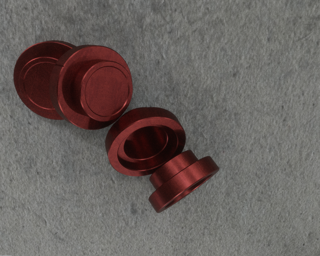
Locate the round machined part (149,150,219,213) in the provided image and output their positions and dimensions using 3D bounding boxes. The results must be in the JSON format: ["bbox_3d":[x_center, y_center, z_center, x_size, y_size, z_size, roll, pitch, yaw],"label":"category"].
[{"bbox_3d":[0.025,0.065,0.404,0.098,0.098,0.042,-40,73,13],"label":"round machined part"}]

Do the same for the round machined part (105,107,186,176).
[{"bbox_3d":[-0.021,0.013,0.392,0.099,0.042,0.097,-13,133,-14],"label":"round machined part"}]

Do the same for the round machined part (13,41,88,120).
[{"bbox_3d":[-0.130,-0.055,0.378,0.099,0.042,0.097,0,110,-1],"label":"round machined part"}]

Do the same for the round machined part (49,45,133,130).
[{"bbox_3d":[-0.071,-0.045,0.355,0.099,0.042,0.097,-16,114,-39],"label":"round machined part"}]
